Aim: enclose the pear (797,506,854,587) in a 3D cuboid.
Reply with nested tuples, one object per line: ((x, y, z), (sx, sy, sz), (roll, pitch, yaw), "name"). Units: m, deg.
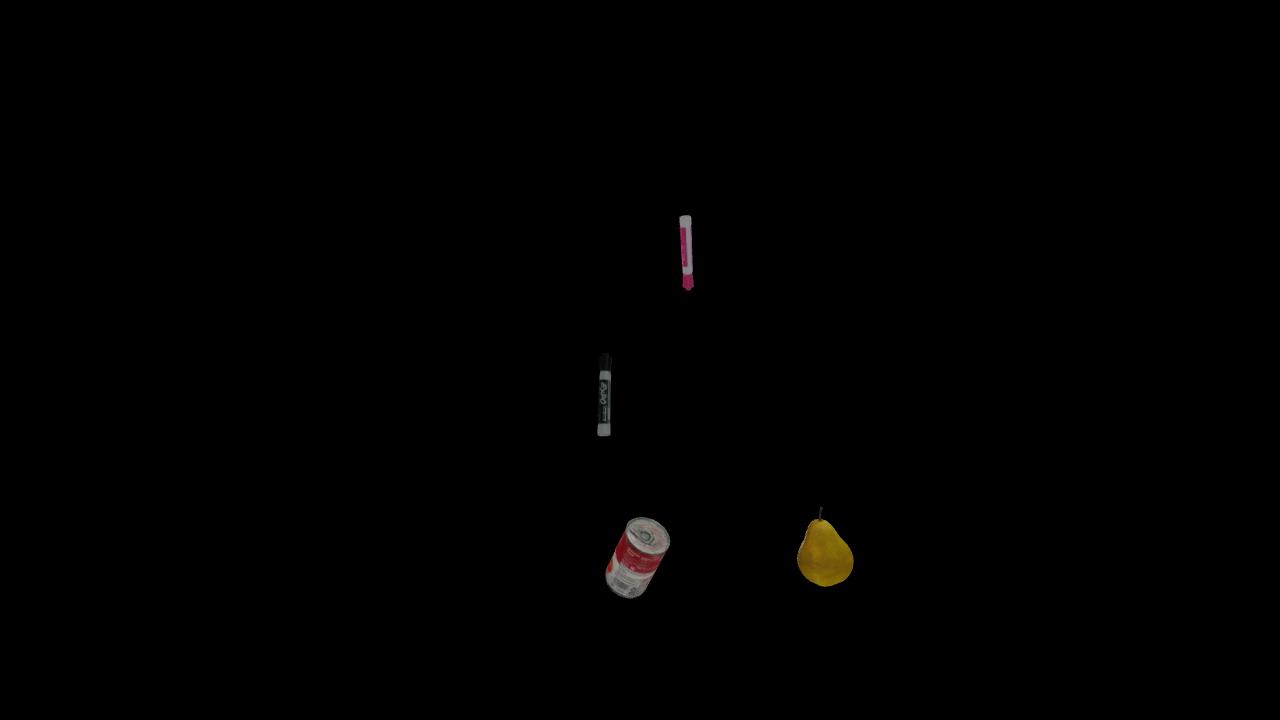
((0.263, 0.271, 0.896), (0.080, 0.111, 0.080), (-19, 12, 4), "pear")

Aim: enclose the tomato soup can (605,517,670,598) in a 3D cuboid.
((-0.005, 0.288, 0.893), (0.068, 0.101, 0.068), (16, 30, -10), "tomato soup can")

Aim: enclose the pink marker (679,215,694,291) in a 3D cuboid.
((0.075, -0.170, 0.986), (0.020, 0.121, 0.020), (-4, 25, 2), "pink marker")

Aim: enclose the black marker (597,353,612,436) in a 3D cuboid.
((-0.051, 0.048, 0.881), (0.020, 0.121, 0.020), (0, -17, 0), "black marker")
